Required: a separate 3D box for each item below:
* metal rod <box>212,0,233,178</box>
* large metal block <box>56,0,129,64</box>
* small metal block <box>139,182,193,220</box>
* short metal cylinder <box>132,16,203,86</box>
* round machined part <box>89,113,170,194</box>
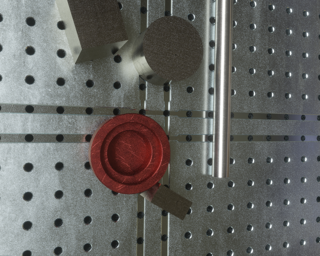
[{"bbox_3d":[0.091,-0.080,0.447,0.025,0.025,0.298,1,90,-20],"label":"metal rod"},{"bbox_3d":[-0.081,-0.125,0.354,0.050,0.080,0.080,-18,96,-19],"label":"large metal block"},{"bbox_3d":[0.006,0.091,0.403,0.050,0.050,0.025,34,79,-17],"label":"small metal block"},{"bbox_3d":[0.009,-0.098,0.403,0.081,0.050,0.079,0,90,-20],"label":"short metal cylinder"},{"bbox_3d":[-0.040,0.030,0.390,0.099,0.042,0.097,0,90,-21],"label":"round machined part"}]
